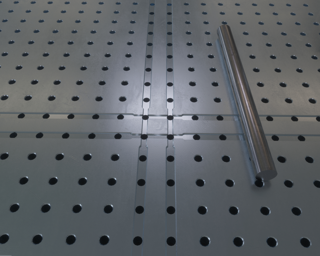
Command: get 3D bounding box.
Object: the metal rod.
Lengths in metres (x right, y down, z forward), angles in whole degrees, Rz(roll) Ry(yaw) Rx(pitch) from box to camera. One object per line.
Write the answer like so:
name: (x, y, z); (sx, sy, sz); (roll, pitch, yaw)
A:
metal rod: (0.119, -0.059, 0.457); (0.025, 0.025, 0.300); (-1, 50, -1)
